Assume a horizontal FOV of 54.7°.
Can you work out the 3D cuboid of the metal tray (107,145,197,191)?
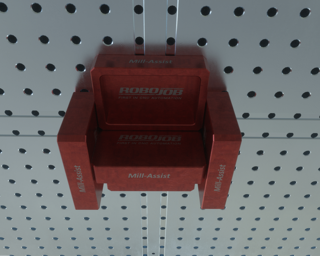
[{"bbox_3d":[-0.013,0.053,0.451,0.131,0.030,0.089,0,130,-1],"label":"metal tray"}]

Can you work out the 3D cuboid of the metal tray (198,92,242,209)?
[{"bbox_3d":[0.069,0.030,0.395,0.030,0.090,0.129,1,130,-1],"label":"metal tray"}]

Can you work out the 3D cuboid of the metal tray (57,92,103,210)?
[{"bbox_3d":[-0.093,0.031,0.393,0.030,0.090,0.129,1,130,-1],"label":"metal tray"}]

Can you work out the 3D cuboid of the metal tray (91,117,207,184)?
[{"bbox_3d":[-0.013,0.026,0.388,0.131,0.090,0.030,1,130,-1],"label":"metal tray"}]

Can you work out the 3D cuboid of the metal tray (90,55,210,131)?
[{"bbox_3d":[-0.011,-0.040,0.374,0.131,0.030,0.089,0,130,-1],"label":"metal tray"}]
